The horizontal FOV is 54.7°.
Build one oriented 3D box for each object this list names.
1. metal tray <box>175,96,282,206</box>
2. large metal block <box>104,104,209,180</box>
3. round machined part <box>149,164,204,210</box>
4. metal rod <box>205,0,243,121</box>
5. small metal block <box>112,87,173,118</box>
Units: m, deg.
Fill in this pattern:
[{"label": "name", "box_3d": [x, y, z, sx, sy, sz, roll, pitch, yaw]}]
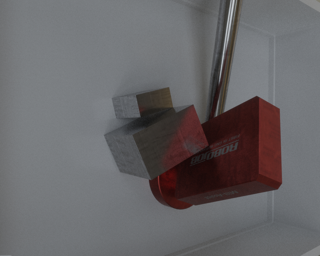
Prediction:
[{"label": "metal tray", "box_3d": [0.070, 0.031, 0.343, 0.030, 0.129, 0.090, 24, 59, -25]}, {"label": "large metal block", "box_3d": [-0.006, 0.014, 0.357, 0.081, 0.080, 0.050, -27, 102, -28]}, {"label": "round machined part", "box_3d": [0.036, 0.064, 0.428, 0.099, 0.042, 0.097, 0, 91, -40]}, {"label": "metal rod", "box_3d": [0.078, -0.079, 0.390, 0.025, 0.025, 0.298, -29, 135, -37]}, {"label": "small metal block", "box_3d": [-0.021, -0.030, 0.374, 0.050, 0.050, 0.025, -19, 102, -39]}]
